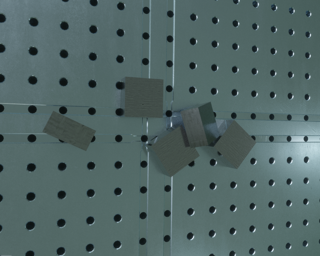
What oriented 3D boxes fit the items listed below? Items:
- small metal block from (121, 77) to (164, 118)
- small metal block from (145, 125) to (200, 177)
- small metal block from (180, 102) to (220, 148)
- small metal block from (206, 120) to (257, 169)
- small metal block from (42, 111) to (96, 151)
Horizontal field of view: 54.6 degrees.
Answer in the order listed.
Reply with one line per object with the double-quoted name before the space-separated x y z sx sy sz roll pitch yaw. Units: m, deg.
"small metal block" -0.024 -0.038 0.404 0.050 0.025 0.050 1 90 -20
"small metal block" 0.017 0.030 0.419 0.050 0.025 0.050 -34 101 -17
"small metal block" 0.055 -0.005 0.418 0.050 0.025 0.050 -26 101 -60
"small metal block" 0.103 0.023 0.450 0.050 0.025 0.050 43 77 -15
"small metal block" -0.106 0.003 0.360 0.050 0.050 0.025 27 81 -18
